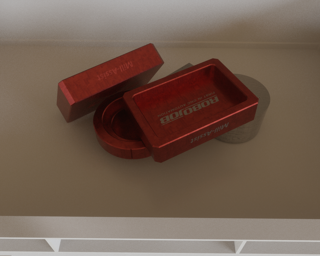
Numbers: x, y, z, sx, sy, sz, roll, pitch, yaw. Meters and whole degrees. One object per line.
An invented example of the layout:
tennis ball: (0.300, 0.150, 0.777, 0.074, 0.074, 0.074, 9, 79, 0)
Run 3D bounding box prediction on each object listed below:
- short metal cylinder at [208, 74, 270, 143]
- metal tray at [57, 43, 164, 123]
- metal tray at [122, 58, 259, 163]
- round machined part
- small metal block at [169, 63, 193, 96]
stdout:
short metal cylinder: (0.098, -0.027, 0.410, 0.081, 0.050, 0.080, 0, 50, 0)
metal tray: (-0.067, -0.058, 0.406, 0.131, 0.090, 0.030, -29, 88, -23)
metal tray: (0.034, -0.025, 0.359, 0.131, 0.030, 0.090, -24, 53, -14)
round machined part: (-0.032, 0.000, 0.393, 0.099, 0.042, 0.098, 0, 50, 0)
small metal block: (0.031, -0.055, 0.433, 0.050, 0.050, 0.025, -35, 59, -28)
